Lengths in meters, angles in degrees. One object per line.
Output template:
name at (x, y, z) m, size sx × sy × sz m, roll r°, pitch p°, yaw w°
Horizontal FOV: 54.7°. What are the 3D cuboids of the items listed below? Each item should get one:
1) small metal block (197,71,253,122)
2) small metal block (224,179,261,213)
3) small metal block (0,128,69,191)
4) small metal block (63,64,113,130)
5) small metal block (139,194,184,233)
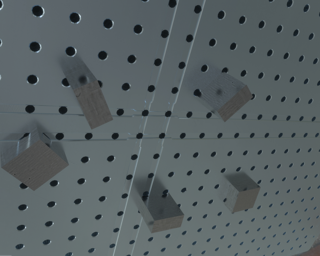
small metal block at (0.087, -0.043, 0.418) m, size 0.050 × 0.050 × 0.025 m, roll -42°, pitch 130°, yaw 0°
small metal block at (0.153, 0.126, 0.576) m, size 0.050 × 0.025 × 0.050 m, roll -5°, pitch 121°, yaw -26°
small metal block at (-0.143, 0.037, 0.356) m, size 0.050 × 0.025 × 0.050 m, roll -37°, pitch 130°, yaw -4°
small metal block at (-0.077, -0.035, 0.332) m, size 0.025 × 0.050 × 0.050 m, roll -26°, pitch 128°, yaw -13°
small metal block at (0.001, 0.131, 0.479) m, size 0.050 × 0.050 × 0.025 m, roll -2°, pitch 120°, yaw -28°
